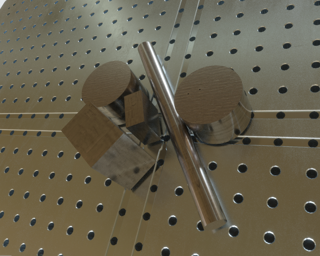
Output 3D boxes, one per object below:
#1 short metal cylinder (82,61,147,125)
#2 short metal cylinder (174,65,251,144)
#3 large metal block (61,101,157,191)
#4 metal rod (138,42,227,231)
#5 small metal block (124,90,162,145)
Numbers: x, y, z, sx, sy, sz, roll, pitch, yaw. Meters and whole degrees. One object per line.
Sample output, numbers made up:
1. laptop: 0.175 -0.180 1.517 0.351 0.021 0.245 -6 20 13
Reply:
1. short metal cylinder: -0.066 -0.051 0.453 0.080 0.050 0.080 -13 56 21
2. short metal cylinder: 0.064 -0.027 0.371 0.080 0.050 0.080 -13 56 21
3. large metal block: -0.063 0.023 0.386 0.050 0.080 0.080 -48 51 -4
4. metal rod: 0.016 -0.014 0.403 0.025 0.025 0.299 -28 52 11
5. small metal block: -0.022 -0.013 0.406 0.025 0.050 0.050 -19 54 17
